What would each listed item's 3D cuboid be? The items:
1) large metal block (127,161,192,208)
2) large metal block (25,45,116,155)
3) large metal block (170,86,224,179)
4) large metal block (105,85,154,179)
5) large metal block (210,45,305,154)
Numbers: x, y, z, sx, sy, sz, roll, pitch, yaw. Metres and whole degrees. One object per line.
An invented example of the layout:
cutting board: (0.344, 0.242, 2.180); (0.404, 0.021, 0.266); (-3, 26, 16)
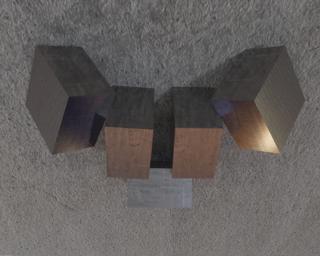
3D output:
large metal block: (-0.001, 0.075, 0.428); (0.081, 0.080, 0.050); (1, 91, -1)
large metal block: (-0.100, -0.031, 0.333); (0.050, 0.080, 0.079); (-11, 142, -41)
large metal block: (0.040, 0.005, 0.378); (0.050, 0.080, 0.079); (1, 130, -1)
large metal block: (-0.035, 0.005, 0.376); (0.050, 0.080, 0.079); (4, 130, -4)
large metal block: (0.111, -0.031, 0.340); (0.050, 0.080, 0.080); (6, 143, 46)
